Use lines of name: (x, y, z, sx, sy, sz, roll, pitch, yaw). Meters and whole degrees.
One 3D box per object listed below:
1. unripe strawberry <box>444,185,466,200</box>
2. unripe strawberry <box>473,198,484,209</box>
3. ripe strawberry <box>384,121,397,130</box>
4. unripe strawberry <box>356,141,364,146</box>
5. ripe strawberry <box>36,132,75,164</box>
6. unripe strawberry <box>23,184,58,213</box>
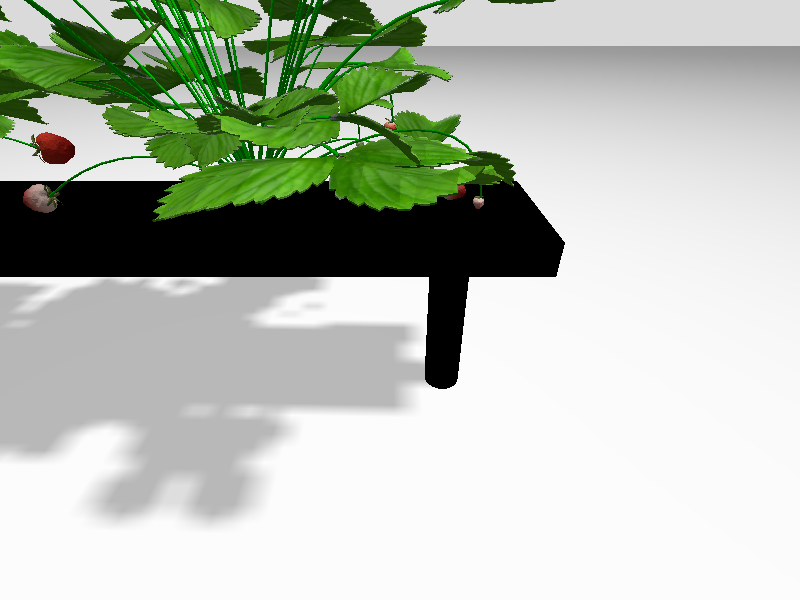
unripe strawberry: (0.050, -0.103, 0.369, 0.024, 0.023, 0.022, 18, 31, -16)
unripe strawberry: (0.066, -0.082, 0.339, 0.010, 0.010, 0.011, 4, 34, 6)
ripe strawberry: (-0.011, -0.237, 0.559, 0.024, 0.022, 0.022, 14, 37, 20)
unripe strawberry: (-0.053, -0.204, 0.525, 0.010, 0.011, 0.011, 12, 36, 16)
ripe strawberry: (-0.394, -0.173, 0.460, 0.034, 0.035, 0.031, -13, 35, -35)
unripe strawberry: (-0.307, -0.086, 0.341, 0.022, 0.023, 0.020, -13, 35, 1)
